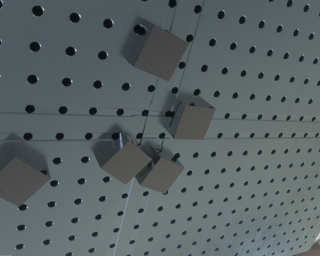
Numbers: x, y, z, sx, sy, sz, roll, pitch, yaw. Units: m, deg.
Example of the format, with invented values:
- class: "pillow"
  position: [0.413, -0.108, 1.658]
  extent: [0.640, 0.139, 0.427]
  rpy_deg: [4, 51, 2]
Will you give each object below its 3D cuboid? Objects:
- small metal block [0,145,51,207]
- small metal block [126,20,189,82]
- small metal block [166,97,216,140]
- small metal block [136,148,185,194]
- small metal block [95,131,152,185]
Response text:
- class: "small metal block"
  position: [-0.165, 0.056, 0.356]
  extent: [0.050, 0.025, 0.050]
  rpy_deg: [-42, 130, 0]
- class: "small metal block"
  position: [-0.003, -0.088, 0.357]
  extent: [0.050, 0.025, 0.050]
  rpy_deg: [17, 109, -35]
- class: "small metal block"
  position: [0.042, -0.012, 0.429]
  extent: [0.050, 0.025, 0.050]
  rpy_deg: [4, 116, -31]
- class: "small metal block"
  position: [-0.001, 0.063, 0.452]
  extent: [0.050, 0.025, 0.050]
  rpy_deg: [28, 103, -38]
- class: "small metal block"
  position: [-0.047, 0.040, 0.412]
  extent: [0.050, 0.025, 0.050]
  rpy_deg: [-44, 130, 2]
